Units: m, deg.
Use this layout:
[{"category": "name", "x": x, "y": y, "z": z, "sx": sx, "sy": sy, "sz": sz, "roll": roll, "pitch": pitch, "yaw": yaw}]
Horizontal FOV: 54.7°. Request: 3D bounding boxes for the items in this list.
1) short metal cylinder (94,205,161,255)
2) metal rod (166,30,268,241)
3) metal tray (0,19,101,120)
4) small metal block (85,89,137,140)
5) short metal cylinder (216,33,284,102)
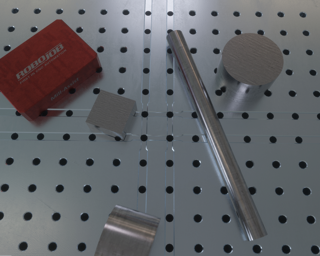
[{"category": "short metal cylinder", "x": -0.035, "y": 0.129, "z": 0.335, "sx": 0.050, "sy": 0.080, "sz": 0.080, "roll": 16, "pitch": 71, "yaw": 6}, {"category": "metal rod", "x": 0.068, "y": -0.004, "z": 0.413, "sx": 0.025, "sy": 0.025, "sz": 0.299, "roll": -17, "pitch": 71, "yaw": -6}, {"category": "metal tray", "x": -0.163, "y": -0.084, "z": 0.439, "sx": 0.130, "sy": 0.030, "sz": 0.090, "roll": -42, "pitch": 75, "yaw": -14}, {"category": "small metal block", "x": -0.064, "y": -0.018, "z": 0.418, "sx": 0.050, "sy": 0.025, "sz": 0.050, "roll": 19, "pitch": 71, "yaw": 6}, {"category": "short metal cylinder", "x": 0.122, "y": -0.083, "z": 0.430, "sx": 0.081, "sy": 0.050, "sz": 0.080, "roll": 0, "pitch": 70, "yaw": 0}]
